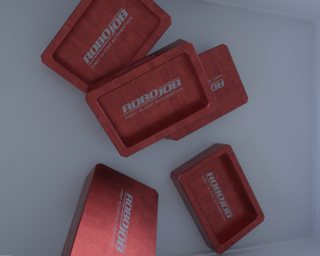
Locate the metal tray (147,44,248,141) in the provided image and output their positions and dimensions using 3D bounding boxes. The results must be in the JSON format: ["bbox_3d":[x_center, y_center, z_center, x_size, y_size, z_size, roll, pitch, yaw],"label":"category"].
[{"bbox_3d":[0.050,-0.050,0.427,0.131,0.030,0.090,-28,99,-18],"label":"metal tray"}]

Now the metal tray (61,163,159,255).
[{"bbox_3d":[-0.049,0.109,0.344,0.090,0.130,0.030,30,122,-18],"label":"metal tray"}]

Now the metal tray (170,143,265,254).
[{"bbox_3d":[0.083,0.098,0.440,0.091,0.030,0.129,-31,100,-18],"label":"metal tray"}]

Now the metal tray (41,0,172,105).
[{"bbox_3d":[-0.061,-0.104,0.360,0.090,0.030,0.130,37,100,-17],"label":"metal tray"}]

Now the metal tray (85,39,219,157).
[{"bbox_3d":[-0.008,-0.034,0.362,0.130,0.030,0.090,-28,115,-1],"label":"metal tray"}]
